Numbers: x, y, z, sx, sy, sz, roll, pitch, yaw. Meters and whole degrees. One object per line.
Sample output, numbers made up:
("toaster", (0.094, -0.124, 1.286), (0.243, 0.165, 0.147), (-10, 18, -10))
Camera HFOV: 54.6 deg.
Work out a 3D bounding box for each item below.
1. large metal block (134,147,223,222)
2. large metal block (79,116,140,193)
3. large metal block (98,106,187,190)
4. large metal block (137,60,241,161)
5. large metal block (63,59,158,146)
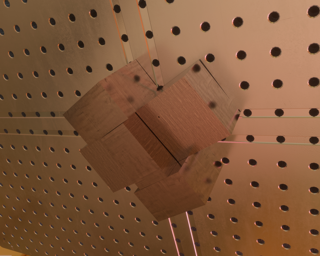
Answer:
("large metal block", (0.026, 0.066, 0.403), (0.080, 0.080, 0.050), (-32, 100, 37))
("large metal block", (-0.055, 0.037, 0.449), (0.080, 0.050, 0.080), (-30, 102, 38))
("large metal block", (-0.016, 0.017, 0.395), (0.050, 0.080, 0.080), (-32, 100, 38))
("large metal block", (0.033, -0.018, 0.366), (0.080, 0.050, 0.080), (-32, 103, 38))
("large metal block", (-0.059, -0.032, 0.387), (0.080, 0.080, 0.050), (-32, 100, 38))
